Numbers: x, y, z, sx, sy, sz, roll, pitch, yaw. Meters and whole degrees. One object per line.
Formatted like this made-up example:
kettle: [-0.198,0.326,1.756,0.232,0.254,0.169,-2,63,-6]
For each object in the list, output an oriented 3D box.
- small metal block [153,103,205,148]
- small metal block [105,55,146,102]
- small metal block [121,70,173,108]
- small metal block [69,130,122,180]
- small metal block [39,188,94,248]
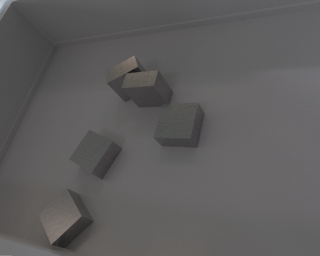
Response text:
small metal block: [0.025,-0.004,0.395,0.050,0.025,0.050,1,62,28]
small metal block: [-0.045,-0.071,0.457,0.050,0.050,0.025,-26,53,12]
small metal block: [-0.017,-0.053,0.431,0.050,0.050,0.025,-1,62,28]
small metal block: [-0.090,0.036,0.431,0.050,0.025,0.050,22,73,36]
small metal block: [-0.121,0.116,0.399,0.050,0.025,0.050,-43,51,-2]
